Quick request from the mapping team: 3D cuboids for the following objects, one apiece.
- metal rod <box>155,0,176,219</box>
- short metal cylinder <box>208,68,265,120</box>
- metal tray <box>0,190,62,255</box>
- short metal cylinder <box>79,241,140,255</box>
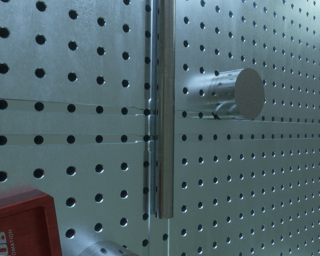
[{"bbox_3d":[0.007,-0.031,0.414,0.025,0.025,0.298,1,89,-40],"label":"metal rod"},{"bbox_3d":[0.123,-0.053,0.496,0.081,0.050,0.079,0,90,-40],"label":"short metal cylinder"},{"bbox_3d":[-0.140,0.133,0.288,0.091,0.030,0.129,-11,97,-39],"label":"metal tray"},{"bbox_3d":[-0.056,0.174,0.347,0.081,0.050,0.079,0,90,-40],"label":"short metal cylinder"}]
